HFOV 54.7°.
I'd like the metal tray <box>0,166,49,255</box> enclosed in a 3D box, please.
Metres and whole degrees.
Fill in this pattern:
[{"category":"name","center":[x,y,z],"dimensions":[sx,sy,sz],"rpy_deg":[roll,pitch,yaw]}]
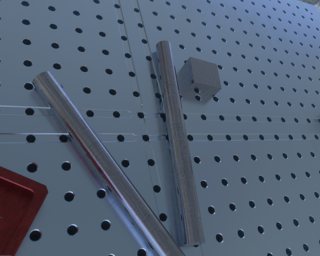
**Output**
[{"category":"metal tray","center":[-0.179,0.069,0.266],"dimensions":[0.131,0.030,0.090],"rpy_deg":[27,52,-12]}]

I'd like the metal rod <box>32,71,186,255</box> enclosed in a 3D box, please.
[{"category":"metal rod","center":[-0.049,0.058,0.347],"dimensions":[0.025,0.025,0.300],"rpy_deg":[-31,79,-38]}]

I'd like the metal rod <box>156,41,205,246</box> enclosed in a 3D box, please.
[{"category":"metal rod","center":[0.022,0.001,0.421],"dimensions":[0.025,0.025,0.299],"rpy_deg":[7,58,-25]}]

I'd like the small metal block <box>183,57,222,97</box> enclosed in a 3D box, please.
[{"category":"small metal block","center":[0.067,-0.081,0.496],"dimensions":[0.050,0.025,0.050],"rpy_deg":[9,58,-24]}]
